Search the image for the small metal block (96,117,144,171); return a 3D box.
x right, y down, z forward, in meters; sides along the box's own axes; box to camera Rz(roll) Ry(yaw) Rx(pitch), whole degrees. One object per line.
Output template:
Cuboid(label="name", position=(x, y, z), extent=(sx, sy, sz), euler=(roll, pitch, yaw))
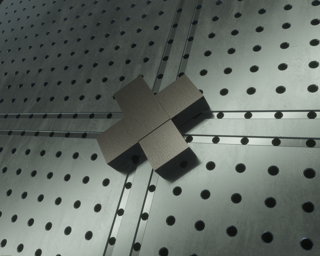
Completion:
Cuboid(label="small metal block", position=(-0.053, 0.021, 0.421), extent=(0.050, 0.025, 0.050), euler=(-35, 51, 4))

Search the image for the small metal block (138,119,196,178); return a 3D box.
Cuboid(label="small metal block", position=(0.008, 0.025, 0.387), extent=(0.050, 0.025, 0.050), euler=(-35, 51, 4))

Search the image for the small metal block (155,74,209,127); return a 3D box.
Cuboid(label="small metal block", position=(0.029, -0.037, 0.414), extent=(0.050, 0.025, 0.050), euler=(-35, 51, 4))

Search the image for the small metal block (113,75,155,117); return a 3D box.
Cuboid(label="small metal block", position=(-0.033, -0.041, 0.449), extent=(0.050, 0.025, 0.050), euler=(-35, 51, 4))

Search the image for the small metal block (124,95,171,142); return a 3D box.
Cuboid(label="small metal block", position=(-0.013, -0.008, 0.417), extent=(0.050, 0.025, 0.050), euler=(-35, 51, 4))
